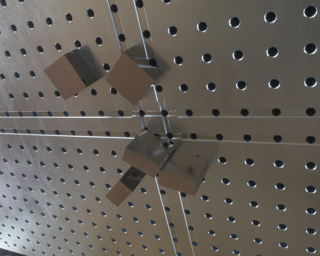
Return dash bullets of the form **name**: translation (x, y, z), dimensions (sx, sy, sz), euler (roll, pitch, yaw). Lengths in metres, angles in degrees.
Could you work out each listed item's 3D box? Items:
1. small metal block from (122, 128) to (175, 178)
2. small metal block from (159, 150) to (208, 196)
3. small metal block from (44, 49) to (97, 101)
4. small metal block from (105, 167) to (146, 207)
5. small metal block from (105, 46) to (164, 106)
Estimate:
- **small metal block**: translation (-0.015, 0.033, 0.422), dimensions (0.050, 0.050, 0.025), euler (29, 128, 9)
- **small metal block**: translation (0.032, 0.059, 0.414), dimensions (0.050, 0.050, 0.025), euler (14, 124, 20)
- **small metal block**: translation (-0.124, -0.073, 0.430), dimensions (0.050, 0.025, 0.050), euler (-22, 107, 36)
- **small metal block**: translation (-0.050, 0.085, 0.472), dimensions (0.025, 0.050, 0.050), euler (41, 129, 0)
- **small metal block**: translation (-0.033, -0.064, 0.387), dimensions (0.050, 0.025, 0.050), euler (42, 129, -2)
